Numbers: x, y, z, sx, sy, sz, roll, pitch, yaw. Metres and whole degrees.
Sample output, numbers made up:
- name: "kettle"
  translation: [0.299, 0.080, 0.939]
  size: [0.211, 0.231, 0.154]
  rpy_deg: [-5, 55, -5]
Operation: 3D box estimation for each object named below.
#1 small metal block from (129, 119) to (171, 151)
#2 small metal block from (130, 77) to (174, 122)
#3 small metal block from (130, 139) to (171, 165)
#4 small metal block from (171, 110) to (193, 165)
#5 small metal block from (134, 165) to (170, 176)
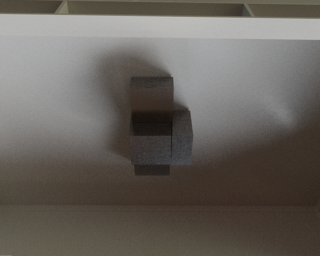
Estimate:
- name: "small metal block"
  translation: [-0.012, 0.003, 0.392]
  size: [0.050, 0.050, 0.025]
  rpy_deg: [0, 130, 0]
- name: "small metal block"
  translation: [-0.009, -0.034, 0.377]
  size: [0.050, 0.025, 0.050]
  rpy_deg: [0, 130, 0]
- name: "small metal block"
  translation: [-0.011, 0.021, 0.408]
  size: [0.050, 0.050, 0.025]
  rpy_deg: [0, 130, 0]
- name: "small metal block"
  translation: [0.027, 0.012, 0.401]
  size: [0.025, 0.050, 0.050]
  rpy_deg: [0, 130, 0]
- name: "small metal block"
  translation: [-0.011, 0.042, 0.442]
  size: [0.050, 0.025, 0.050]
  rpy_deg: [0, 130, 0]
